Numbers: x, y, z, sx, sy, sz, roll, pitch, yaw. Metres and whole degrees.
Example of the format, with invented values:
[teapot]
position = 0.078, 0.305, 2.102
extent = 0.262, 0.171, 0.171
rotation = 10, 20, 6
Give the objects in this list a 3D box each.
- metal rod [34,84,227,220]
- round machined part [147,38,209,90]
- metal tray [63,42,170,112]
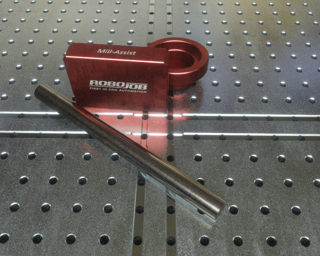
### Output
[metal rod]
position = -0.053, 0.018, 0.391
extent = 0.300, 0.025, 0.025
rotation = 31, 57, 23
[round machined part]
position = 0.024, -0.095, 0.473
extent = 0.099, 0.042, 0.098
rotation = 0, 46, 0
[metal tray]
position = -0.054, -0.066, 0.420
extent = 0.131, 0.090, 0.030
rotation = 4, 51, 3
